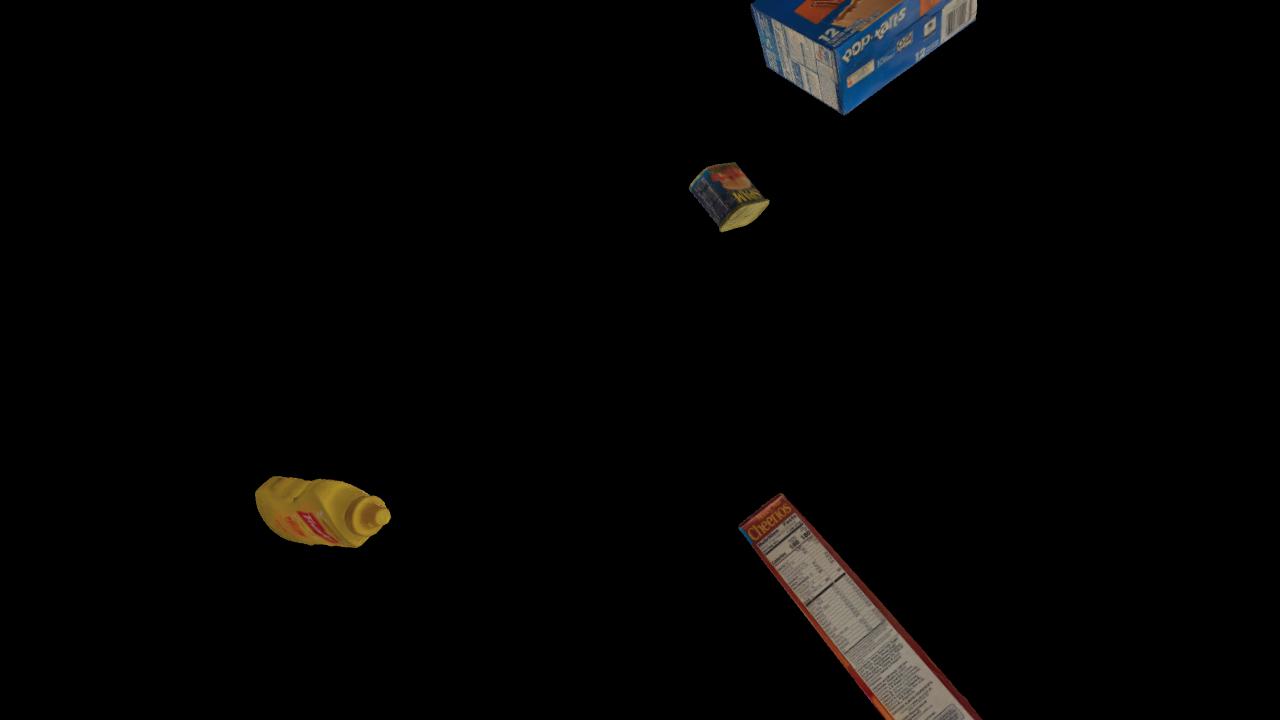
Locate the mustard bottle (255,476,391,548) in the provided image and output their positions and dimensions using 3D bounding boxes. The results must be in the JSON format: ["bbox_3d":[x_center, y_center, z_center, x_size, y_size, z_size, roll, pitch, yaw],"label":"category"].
[{"bbox_3d":[-0.345,0.171,0.689,0.184,0.092,0.054,-5,26,30],"label":"mustard bottle"}]

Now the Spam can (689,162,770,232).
[{"bbox_3d":[0.135,-0.250,0.939,0.101,0.085,0.058,-25,-16,-45],"label":"Spam can"}]

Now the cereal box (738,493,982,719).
[{"bbox_3d":[0.257,0.317,0.738,0.306,0.081,0.203,50,0,34],"label":"cereal box"}]

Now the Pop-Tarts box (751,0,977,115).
[{"bbox_3d":[0.228,-0.359,0.635,0.167,0.141,0.083,-35,-37,1],"label":"Pop-Tarts box"}]
